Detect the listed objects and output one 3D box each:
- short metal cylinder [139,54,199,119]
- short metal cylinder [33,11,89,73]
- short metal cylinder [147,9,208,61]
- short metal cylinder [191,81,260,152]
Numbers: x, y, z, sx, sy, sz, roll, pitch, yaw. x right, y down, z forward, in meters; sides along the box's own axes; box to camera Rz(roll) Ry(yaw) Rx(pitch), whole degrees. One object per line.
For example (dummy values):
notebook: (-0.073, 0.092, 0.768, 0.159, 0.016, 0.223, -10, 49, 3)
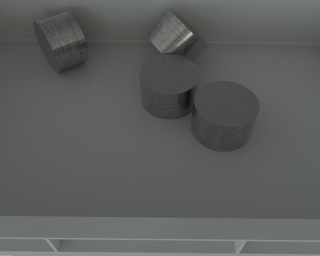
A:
short metal cylinder: (0.013, -0.059, 0.436, 0.081, 0.050, 0.080, 0, 52, 0)
short metal cylinder: (-0.152, -0.133, 0.479, 0.050, 0.080, 0.080, -29, 56, -22)
short metal cylinder: (0.027, -0.136, 0.476, 0.050, 0.080, 0.080, -45, 51, 20)
short metal cylinder: (0.083, -0.016, 0.403, 0.081, 0.050, 0.080, 0, 50, 0)
